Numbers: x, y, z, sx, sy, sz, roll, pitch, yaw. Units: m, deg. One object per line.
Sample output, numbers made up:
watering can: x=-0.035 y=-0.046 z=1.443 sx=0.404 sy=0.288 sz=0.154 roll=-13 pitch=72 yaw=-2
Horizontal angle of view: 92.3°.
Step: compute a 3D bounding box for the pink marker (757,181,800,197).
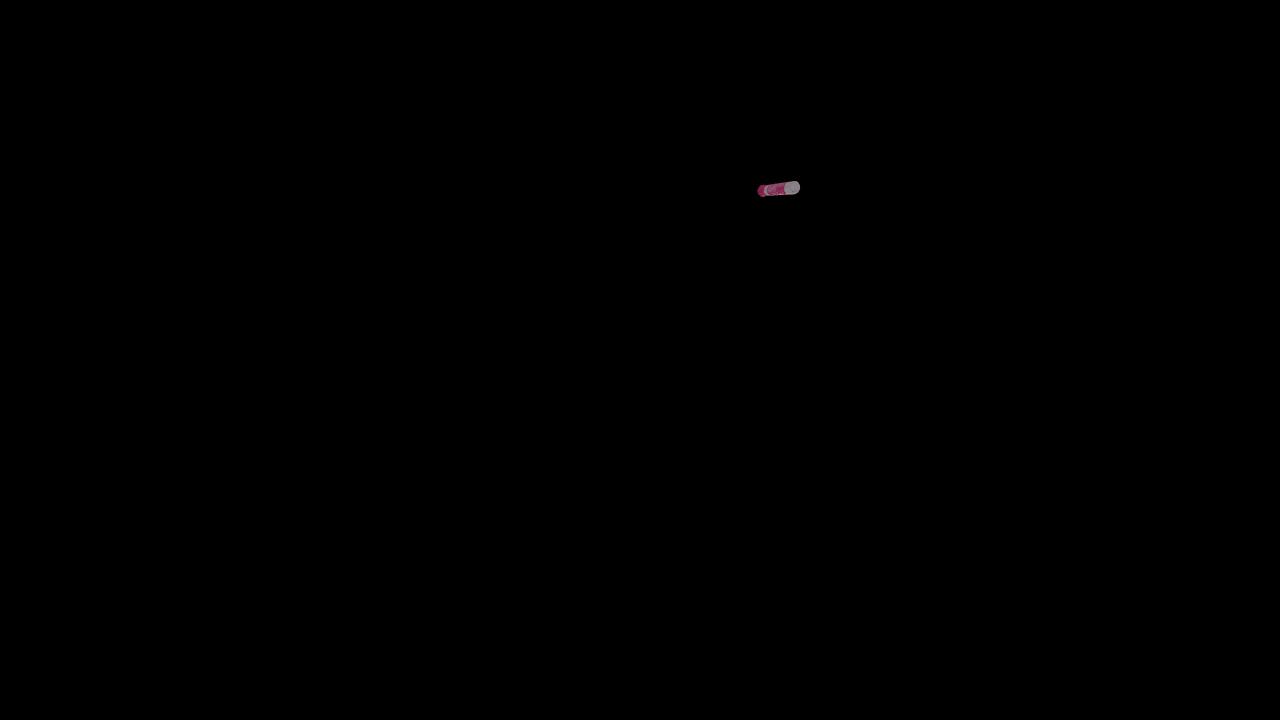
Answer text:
pink marker: x=0.210 y=-0.261 z=0.943 sx=0.020 sy=0.020 sz=0.121 roll=0 pitch=13 yaw=-12
